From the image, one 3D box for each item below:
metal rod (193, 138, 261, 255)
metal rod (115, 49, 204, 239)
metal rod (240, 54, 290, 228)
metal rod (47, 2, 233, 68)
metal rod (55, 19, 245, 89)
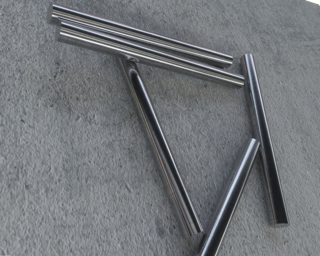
[{"bbox_3d":[0.068,0.119,0.367,0.025,0.025,0.301,39,51,-3],"label":"metal rod"},{"bbox_3d":[-0.014,-0.010,0.401,0.025,0.025,0.299,-9,66,-32],"label":"metal rod"},{"bbox_3d":[0.159,0.001,0.487,0.025,0.025,0.299,13,56,-21],"label":"metal rod"},{"bbox_3d":[-0.006,-0.126,0.451,0.302,0.025,0.025,4,60,-35],"label":"metal rod"},{"bbox_3d":[0.008,-0.095,0.440,0.302,0.025,0.025,8,58,-33],"label":"metal rod"}]
